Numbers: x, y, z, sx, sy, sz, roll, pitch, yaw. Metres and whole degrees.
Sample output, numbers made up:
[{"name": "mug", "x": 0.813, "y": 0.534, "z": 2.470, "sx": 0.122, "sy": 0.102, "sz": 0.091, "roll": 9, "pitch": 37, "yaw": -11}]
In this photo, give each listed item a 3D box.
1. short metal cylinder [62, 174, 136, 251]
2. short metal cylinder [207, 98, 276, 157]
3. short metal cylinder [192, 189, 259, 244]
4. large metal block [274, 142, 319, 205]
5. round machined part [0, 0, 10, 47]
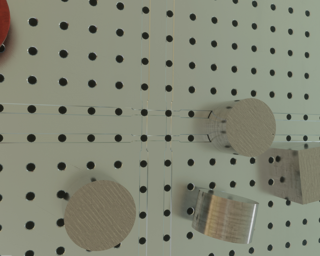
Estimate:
[{"name": "short metal cylinder", "x": -0.074, "y": 0.098, "z": 0.372, "sx": 0.081, "sy": 0.050, "sz": 0.080, "roll": 0, "pitch": 90, "yaw": -20}, {"name": "short metal cylinder", "x": 0.116, "y": -0.001, "z": 0.442, "sx": 0.081, "sy": 0.050, "sz": 0.080, "roll": 0, "pitch": 90, "yaw": -20}, {"name": "short metal cylinder", "x": 0.087, "y": 0.116, "z": 0.415, "sx": 0.081, "sy": 0.080, "sz": 0.050, "roll": 14, "pitch": 86, "yaw": -20}, {"name": "large metal block", "x": 0.232, "y": 0.067, "z": 0.485, "sx": 0.081, "sy": 0.050, "sz": 0.080, "roll": -7, "pitch": 93, "yaw": -20}, {"name": "round machined part", "x": -0.211, "y": -0.116, "z": 0.320, "sx": 0.099, "sy": 0.042, "sz": 0.097, "roll": -2, "pitch": 95, "yaw": -30}]
